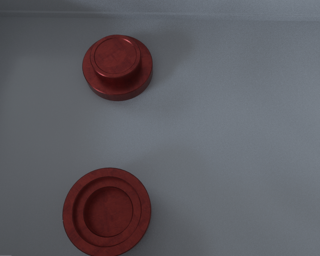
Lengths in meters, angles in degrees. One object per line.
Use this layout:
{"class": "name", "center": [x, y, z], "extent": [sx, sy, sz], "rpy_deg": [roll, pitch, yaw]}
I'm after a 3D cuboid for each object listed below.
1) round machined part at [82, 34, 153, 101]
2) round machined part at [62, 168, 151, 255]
{"class": "round machined part", "center": [-0.060, -0.090, 0.433], "extent": [0.099, 0.042, 0.098], "rpy_deg": [0, 70, 0]}
{"class": "round machined part", "center": [-0.059, 0.099, 0.364], "extent": [0.099, 0.042, 0.098], "rpy_deg": [0, 70, 0]}
